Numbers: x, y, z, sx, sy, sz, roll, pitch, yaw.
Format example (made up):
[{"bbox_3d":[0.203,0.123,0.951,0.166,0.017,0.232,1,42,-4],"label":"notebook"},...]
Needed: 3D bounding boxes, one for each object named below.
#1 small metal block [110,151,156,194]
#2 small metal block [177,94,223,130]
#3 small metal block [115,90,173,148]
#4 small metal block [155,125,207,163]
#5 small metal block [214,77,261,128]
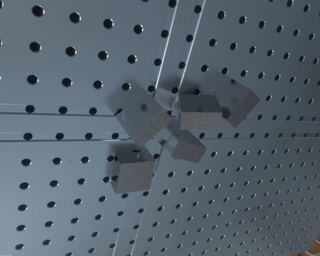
[{"bbox_3d":[-0.038,0.061,0.430,0.050,0.025,0.050,-2,120,-28],"label":"small metal block"},{"bbox_3d":[0.050,-0.021,0.401,0.050,0.050,0.025,1,121,-2],"label":"small metal block"},{"bbox_3d":[-0.021,-0.012,0.377,0.050,0.050,0.025,-42,130,0],"label":"small metal block"},{"bbox_3d":[0.027,0.020,0.424,0.050,0.050,0.025,17,109,-35],"label":"small metal block"},{"bbox_3d":[0.100,-0.036,0.430,0.050,0.050,0.025,-49,130,6],"label":"small metal block"}]
